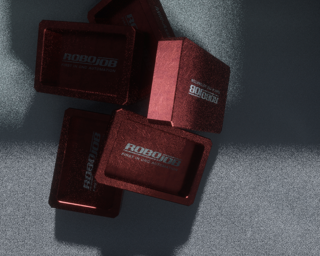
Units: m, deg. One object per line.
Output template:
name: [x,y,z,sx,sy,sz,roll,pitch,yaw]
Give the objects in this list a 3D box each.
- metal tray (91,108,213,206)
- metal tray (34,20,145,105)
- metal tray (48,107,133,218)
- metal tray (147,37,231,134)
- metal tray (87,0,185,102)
metal tray: [-0.008,0.037,0.387,0.131,0.030,0.090,19,87,-19]
metal tray: [-0.089,-0.081,0.383,0.130,0.030,0.089,10,97,17]
metal tray: [-0.087,0.044,0.407,0.091,0.030,0.129,10,90,-1]
metal tray: [0.040,-0.043,0.362,0.030,0.131,0.089,8,90,33]
metal tray: [-0.029,-0.105,0.385,0.090,0.030,0.129,-23,91,35]
